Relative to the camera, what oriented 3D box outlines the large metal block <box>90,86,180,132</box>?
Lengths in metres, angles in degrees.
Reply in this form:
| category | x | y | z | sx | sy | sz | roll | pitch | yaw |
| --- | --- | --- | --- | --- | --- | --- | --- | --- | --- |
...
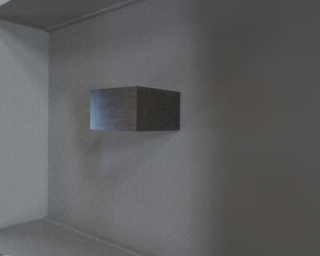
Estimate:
| category | x | y | z | sx | sy | sz | roll | pitch | yaw |
| --- | --- | --- | --- | --- | --- | --- | --- | --- | --- |
| large metal block | -0.031 | -0.022 | 0.395 | 0.080 | 0.081 | 0.050 | 2 | 91 | 40 |
